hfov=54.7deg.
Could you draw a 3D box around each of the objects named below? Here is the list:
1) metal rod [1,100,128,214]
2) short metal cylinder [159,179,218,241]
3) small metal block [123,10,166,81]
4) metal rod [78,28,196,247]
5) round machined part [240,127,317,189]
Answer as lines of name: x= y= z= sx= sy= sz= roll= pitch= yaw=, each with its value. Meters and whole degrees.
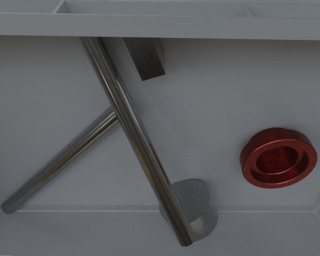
metal rod: x=-0.147 y=0.052 z=0.450 sx=0.299 sy=0.025 sz=0.025 roll=-37 pitch=121 yaw=27
short metal cylinder: x=0.045 y=0.127 z=0.482 sx=0.080 sy=0.080 sz=0.050 roll=-17 pitch=128 yaw=13
small metal block: x=-0.015 y=-0.085 z=0.320 sx=0.025 sy=0.050 sz=0.050 roll=-15 pitch=129 yaw=12
metal rod: x=-0.018 y=0.028 z=0.378 sx=0.025 sy=0.025 sz=0.299 roll=-18 pitch=112 yaw=14
round machined part: x=0.161 y=0.038 z=0.433 sx=0.099 sy=0.042 sz=0.097 roll=-1 pitch=130 yaw=0
